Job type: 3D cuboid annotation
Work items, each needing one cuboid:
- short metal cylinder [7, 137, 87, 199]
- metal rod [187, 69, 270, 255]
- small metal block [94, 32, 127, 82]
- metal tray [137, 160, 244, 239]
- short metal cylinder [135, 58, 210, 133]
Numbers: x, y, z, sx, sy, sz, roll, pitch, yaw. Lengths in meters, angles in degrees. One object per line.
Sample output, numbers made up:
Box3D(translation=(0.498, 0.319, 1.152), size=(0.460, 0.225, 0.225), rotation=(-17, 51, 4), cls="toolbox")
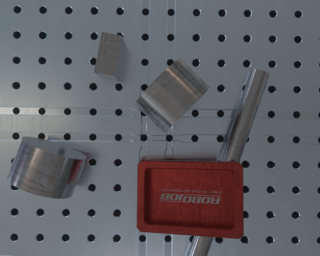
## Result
Box3D(translation=(-0.139, 0.048, 0.385), size=(0.080, 0.080, 0.050), rotation=(20, 90, 0), cls="short metal cylinder")
Box3D(translation=(0.085, 0.067, 0.413), size=(0.025, 0.025, 0.299), rotation=(19, 90, 0), cls="metal rod")
Box3D(translation=(-0.063, -0.090, 0.400), size=(0.025, 0.050, 0.050), rotation=(11, 90, 0), cls="small metal block")
Box3D(translation=(0.038, 0.087, 0.393), size=(0.131, 0.030, 0.089), rotation=(0, 86, 13), cls="metal tray")
Box3D(translation=(0.015, -0.040, 0.386), size=(0.050, 0.080, 0.080), rotation=(45, 90, 0), cls="short metal cylinder")
